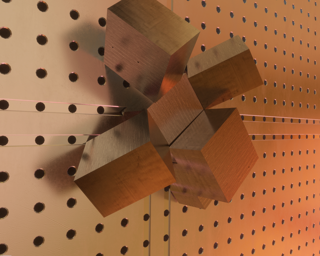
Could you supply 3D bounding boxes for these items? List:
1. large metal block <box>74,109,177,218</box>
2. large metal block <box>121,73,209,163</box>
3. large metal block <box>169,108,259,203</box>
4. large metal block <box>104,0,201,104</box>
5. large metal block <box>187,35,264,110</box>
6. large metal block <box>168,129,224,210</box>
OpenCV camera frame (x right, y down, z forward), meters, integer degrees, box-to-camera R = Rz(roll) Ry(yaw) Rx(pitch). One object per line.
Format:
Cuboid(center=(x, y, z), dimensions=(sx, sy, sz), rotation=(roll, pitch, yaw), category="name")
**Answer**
Cuboid(center=(-0.034, 0.033, 0.324), dimensions=(0.080, 0.080, 0.050), rotation=(-28, 113, 8), category="large metal block")
Cuboid(center=(0.011, -0.013, 0.401), dimensions=(0.080, 0.050, 0.080), rotation=(-46, 117, -30), category="large metal block")
Cuboid(center=(0.069, 0.031, 0.383), dimensions=(0.080, 0.050, 0.080), rotation=(-45, 118, -32), category="large metal block")
Cuboid(center=(-0.013, -0.087, 0.341), dimensions=(0.080, 0.080, 0.050), rotation=(39, 59, 10), category="large metal block")
Cuboid(center=(0.085, -0.078, 0.422), dimensions=(0.050, 0.080, 0.080), rotation=(59, 17, -23), category="large metal block")
Cuboid(center=(0.049, 0.052, 0.432), dimensions=(0.080, 0.050, 0.080), rotation=(-45, 116, -32), category="large metal block")
